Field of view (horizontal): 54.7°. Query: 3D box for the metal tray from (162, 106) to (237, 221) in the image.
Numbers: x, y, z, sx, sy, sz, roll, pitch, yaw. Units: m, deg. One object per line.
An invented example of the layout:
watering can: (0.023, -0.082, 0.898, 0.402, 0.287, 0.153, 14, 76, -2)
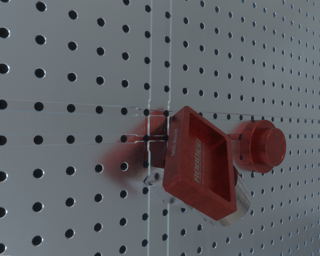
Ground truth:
metal tray: (0.053, 0.041, 0.398, 0.090, 0.030, 0.130, 34, 37, -21)

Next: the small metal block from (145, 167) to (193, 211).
small metal block: (0.017, 0.079, 0.408, 0.050, 0.050, 0.025, 50, 61, -29)

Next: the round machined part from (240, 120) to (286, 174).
round machined part: (0.192, 0.034, 0.560, 0.099, 0.042, 0.097, 0, 90, -40)

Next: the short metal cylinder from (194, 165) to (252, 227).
short metal cylinder: (0.082, 0.092, 0.441, 0.080, 0.080, 0.050, -54, 126, -26)
